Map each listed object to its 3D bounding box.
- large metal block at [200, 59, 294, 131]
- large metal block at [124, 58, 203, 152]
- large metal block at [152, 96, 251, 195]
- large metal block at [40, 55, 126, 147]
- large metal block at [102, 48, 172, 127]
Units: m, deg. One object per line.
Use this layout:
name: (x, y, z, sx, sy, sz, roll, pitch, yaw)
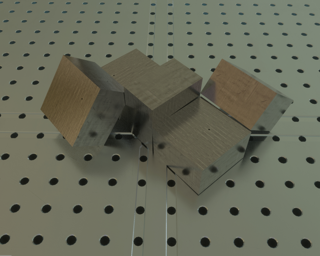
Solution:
large metal block: (0.113, -0.040, 0.399, 0.080, 0.050, 0.080, 42, 21, 28)
large metal block: (0.004, -0.029, 0.396, 0.080, 0.080, 0.050, -35, 59, -26)
large metal block: (0.048, 0.018, 0.376, 0.080, 0.050, 0.080, -34, 56, -25)
large metal block: (-0.095, -0.033, 0.390, 0.080, 0.080, 0.050, 42, 22, 29)
large metal block: (-0.038, -0.057, 0.439, 0.080, 0.050, 0.080, -35, 59, -24)
